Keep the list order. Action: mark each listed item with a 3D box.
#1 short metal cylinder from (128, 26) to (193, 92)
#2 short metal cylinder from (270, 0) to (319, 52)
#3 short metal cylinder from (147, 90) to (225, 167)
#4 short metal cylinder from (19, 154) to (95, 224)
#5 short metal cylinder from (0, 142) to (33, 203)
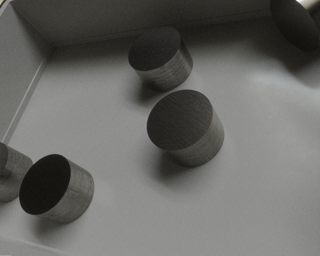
[{"bbox_3d":[0.002,-0.099,0.448,0.080,0.050,0.080,-13,56,20],"label":"short metal cylinder"},{"bbox_3d":[0.177,-0.137,0.362,0.050,0.080,0.080,-37,51,3],"label":"short metal cylinder"},{"bbox_3d":[0.031,0.001,0.372,0.080,0.050,0.080,-13,56,20],"label":"short metal cylinder"},{"bbox_3d":[-0.135,0.081,0.409,0.080,0.050,0.080,-13,56,20],"label":"short metal cylinder"},{"bbox_3d":[-0.244,0.068,0.473,0.080,0.050,0.080,-13,56,20],"label":"short metal cylinder"}]
